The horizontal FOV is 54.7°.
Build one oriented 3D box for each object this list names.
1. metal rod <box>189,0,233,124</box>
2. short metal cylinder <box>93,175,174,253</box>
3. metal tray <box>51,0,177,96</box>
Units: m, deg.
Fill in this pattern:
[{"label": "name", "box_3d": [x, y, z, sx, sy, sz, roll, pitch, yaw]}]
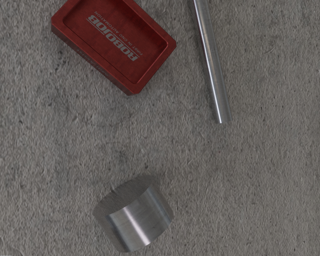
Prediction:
[{"label": "metal rod", "box_3d": [0.058, -0.154, 0.430, 0.025, 0.025, 0.298, -15, 95, -20]}, {"label": "short metal cylinder", "box_3d": [-0.031, 0.100, 0.369, 0.080, 0.080, 0.050, -33, 101, -17]}, {"label": "metal tray", "box_3d": [-0.055, -0.114, 0.385, 0.130, 0.030, 0.090, 40, 77, -16]}]
